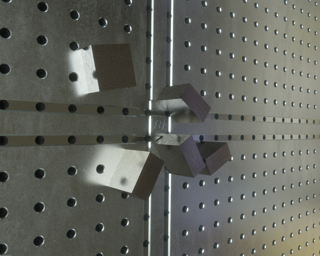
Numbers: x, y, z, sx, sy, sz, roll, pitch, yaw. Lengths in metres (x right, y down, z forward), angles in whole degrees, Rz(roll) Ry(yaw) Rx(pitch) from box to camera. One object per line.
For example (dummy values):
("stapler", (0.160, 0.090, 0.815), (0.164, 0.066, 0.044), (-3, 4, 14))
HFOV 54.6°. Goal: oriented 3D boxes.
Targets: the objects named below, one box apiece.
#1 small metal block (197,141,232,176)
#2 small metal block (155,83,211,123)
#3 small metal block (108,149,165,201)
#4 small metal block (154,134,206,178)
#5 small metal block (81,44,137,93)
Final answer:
("small metal block", (0.066, 0.042, 0.447), (0.050, 0.050, 0.025), (-31, 110, -35))
("small metal block", (0.031, -0.032, 0.418), (0.050, 0.050, 0.025), (43, 64, -31))
("small metal block", (-0.029, 0.055, 0.368), (0.025, 0.050, 0.050), (37, 67, -34))
("small metal block", (0.026, 0.036, 0.414), (0.025, 0.050, 0.050), (-39, 114, -33))
("small metal block", (-0.059, -0.069, 0.359), (0.050, 0.025, 0.050), (-15, 100, -39))
